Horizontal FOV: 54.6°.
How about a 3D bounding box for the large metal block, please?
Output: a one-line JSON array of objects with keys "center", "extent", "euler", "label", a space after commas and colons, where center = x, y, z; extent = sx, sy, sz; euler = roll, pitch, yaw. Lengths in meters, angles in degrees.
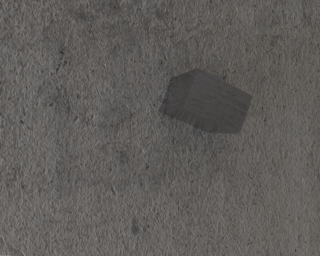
[{"center": [0.056, -0.031, 0.400], "extent": [0.080, 0.080, 0.050], "euler": [23, 83, -19], "label": "large metal block"}]
